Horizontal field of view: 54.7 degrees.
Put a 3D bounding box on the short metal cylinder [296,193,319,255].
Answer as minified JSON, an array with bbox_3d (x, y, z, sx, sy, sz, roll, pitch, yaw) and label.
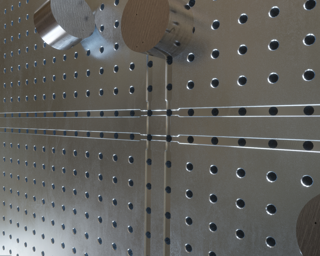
[{"bbox_3d":[0.163,0.087,0.258,0.080,0.050,0.079,0,90,40],"label":"short metal cylinder"}]

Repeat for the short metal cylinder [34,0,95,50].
[{"bbox_3d":[-0.153,-0.173,0.500,0.050,0.081,0.080,-16,80,39],"label":"short metal cylinder"}]

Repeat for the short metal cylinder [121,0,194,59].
[{"bbox_3d":[-0.004,-0.133,0.396,0.080,0.050,0.079,0,90,40],"label":"short metal cylinder"}]
